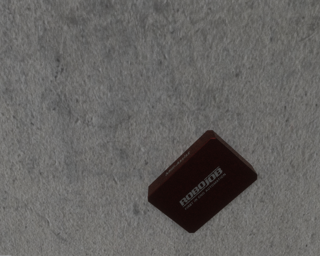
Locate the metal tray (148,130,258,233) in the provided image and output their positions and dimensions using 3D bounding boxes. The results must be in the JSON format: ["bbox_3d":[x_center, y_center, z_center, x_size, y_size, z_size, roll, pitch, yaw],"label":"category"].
[{"bbox_3d":[0.057,0.078,0.436,0.090,0.030,0.130,41,105,-14],"label":"metal tray"}]
